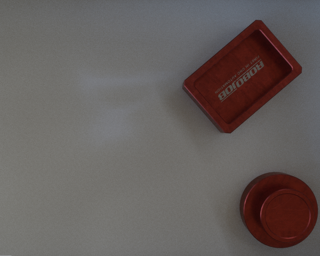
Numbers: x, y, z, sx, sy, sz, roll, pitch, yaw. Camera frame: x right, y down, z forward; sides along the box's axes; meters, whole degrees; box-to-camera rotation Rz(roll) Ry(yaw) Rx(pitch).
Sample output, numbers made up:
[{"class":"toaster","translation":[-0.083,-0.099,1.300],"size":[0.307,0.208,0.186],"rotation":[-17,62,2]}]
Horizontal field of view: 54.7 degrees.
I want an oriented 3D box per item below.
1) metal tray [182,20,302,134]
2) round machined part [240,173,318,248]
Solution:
[{"class":"metal tray","translation":[0.106,-0.066,0.410],"size":[0.130,0.030,0.090],"rotation":[-41,91,-1]},{"class":"round machined part","translation":[0.159,0.109,0.405],"size":[0.099,0.042,0.097],"rotation":[0,90,-1]}]
